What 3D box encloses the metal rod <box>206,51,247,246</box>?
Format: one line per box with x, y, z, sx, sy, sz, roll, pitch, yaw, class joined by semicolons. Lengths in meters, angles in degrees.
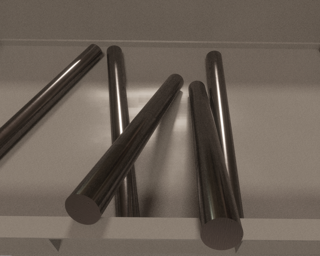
0.081;-0.001;0.406;0.025;0.025;0.300;2;50;1;metal rod

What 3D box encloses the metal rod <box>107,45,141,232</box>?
-0.054;-0.012;0.414;0.025;0.025;0.300;-6;50;-6;metal rod

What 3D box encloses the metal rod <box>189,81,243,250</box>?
0.045;0.002;0.320;0.025;0.025;0.301;3;24;2;metal rod

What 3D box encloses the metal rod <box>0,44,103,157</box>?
-0.172;-0.025;0.423;0.025;0.025;0.301;21;53;16;metal rod

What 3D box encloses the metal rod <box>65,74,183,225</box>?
-0.014;-0.008;0.334;0.025;0.025;0.301;12;27;10;metal rod
